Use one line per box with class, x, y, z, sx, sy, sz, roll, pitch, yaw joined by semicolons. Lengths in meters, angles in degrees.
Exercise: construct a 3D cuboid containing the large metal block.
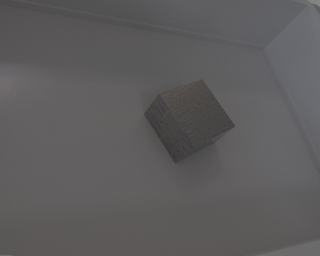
large metal block;0.039;-0.011;0.417;0.081;0.050;0.080;-23;74;-36
